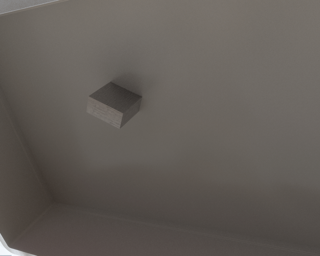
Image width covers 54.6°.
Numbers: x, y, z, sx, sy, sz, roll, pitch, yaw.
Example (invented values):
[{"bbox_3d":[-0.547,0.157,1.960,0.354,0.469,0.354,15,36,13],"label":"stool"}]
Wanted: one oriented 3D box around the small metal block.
[{"bbox_3d":[-0.059,-0.031,0.405,0.050,0.050,0.025,27,128,12],"label":"small metal block"}]
